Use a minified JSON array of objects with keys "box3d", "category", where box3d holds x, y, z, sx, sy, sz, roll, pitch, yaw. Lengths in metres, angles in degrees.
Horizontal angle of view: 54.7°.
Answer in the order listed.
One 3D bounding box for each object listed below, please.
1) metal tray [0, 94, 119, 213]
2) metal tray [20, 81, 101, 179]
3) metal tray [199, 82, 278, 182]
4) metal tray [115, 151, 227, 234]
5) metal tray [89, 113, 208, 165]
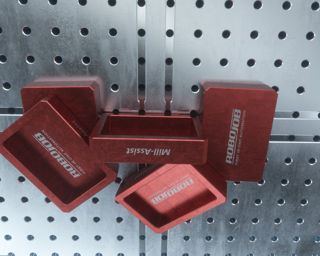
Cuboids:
[{"box3d":[-0.126,0.035,0.388,0.090,0.030,0.130,-36,107,11],"category":"metal tray"},{"box3d":[-0.124,0.005,0.411,0.091,0.030,0.129,-1,111,0],"category":"metal tray"},{"box3d":[0.097,0.007,0.414,0.091,0.030,0.129,3,110,-2],"category":"metal tray"},{"box3d":[0.014,0.087,0.423,0.130,0.030,0.090,-37,108,30],"category":"metal tray"},{"box3d":[-0.013,0.010,0.381,0.131,0.090,0.030,1,110,-1],"category":"metal tray"}]
